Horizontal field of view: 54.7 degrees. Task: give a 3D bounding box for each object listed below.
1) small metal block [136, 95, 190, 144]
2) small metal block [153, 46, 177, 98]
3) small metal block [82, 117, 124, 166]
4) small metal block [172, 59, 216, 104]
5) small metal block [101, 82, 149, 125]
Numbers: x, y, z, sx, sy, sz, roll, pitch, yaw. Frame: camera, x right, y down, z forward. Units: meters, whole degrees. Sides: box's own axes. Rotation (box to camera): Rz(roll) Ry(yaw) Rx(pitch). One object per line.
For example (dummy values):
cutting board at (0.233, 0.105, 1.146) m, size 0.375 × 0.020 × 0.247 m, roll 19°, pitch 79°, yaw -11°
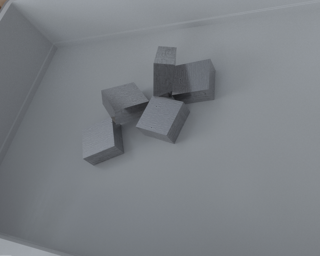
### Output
small metal block at (0.004, -0.012, 0.411) m, size 0.050 × 0.025 × 0.050 m, roll 16°, pitch 70°, yaw 34°
small metal block at (0.007, -0.076, 0.420) m, size 0.025 × 0.050 × 0.050 m, roll 5°, pitch 40°, yaw 4°
small metal block at (-0.081, 0.018, 0.437) m, size 0.050 × 0.025 × 0.050 m, roll -22°, pitch 53°, yaw 15°
small metal block at (0.047, -0.062, 0.419) m, size 0.050 × 0.025 × 0.050 m, roll -7°, pitch 59°, yaw 24°
small metal block at (-0.050, -0.036, 0.440) m, size 0.050 × 0.025 × 0.050 m, roll -18°, pitch 47°, yaw -22°
